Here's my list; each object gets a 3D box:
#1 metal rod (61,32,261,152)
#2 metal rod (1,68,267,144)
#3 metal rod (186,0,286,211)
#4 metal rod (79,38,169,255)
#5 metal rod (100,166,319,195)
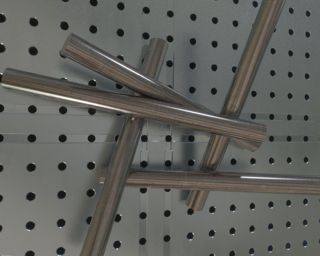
[{"bbox_3d":[0.023,-0.031,0.390,0.301,0.025,0.025,25,82,-30],"label":"metal rod"},{"bbox_3d":[-0.026,-0.024,0.359,0.302,0.025,0.025,12,86,-4],"label":"metal rod"},{"bbox_3d":[0.092,-0.028,0.390,0.025,0.025,0.298,12,107,-20],"label":"metal rod"},{"bbox_3d":[-0.041,0.026,0.372,0.025,0.025,0.299,22,73,-19],"label":"metal rod"},{"bbox_3d":[0.078,0.068,0.393,0.302,0.025,0.025,3,89,-2],"label":"metal rod"}]
